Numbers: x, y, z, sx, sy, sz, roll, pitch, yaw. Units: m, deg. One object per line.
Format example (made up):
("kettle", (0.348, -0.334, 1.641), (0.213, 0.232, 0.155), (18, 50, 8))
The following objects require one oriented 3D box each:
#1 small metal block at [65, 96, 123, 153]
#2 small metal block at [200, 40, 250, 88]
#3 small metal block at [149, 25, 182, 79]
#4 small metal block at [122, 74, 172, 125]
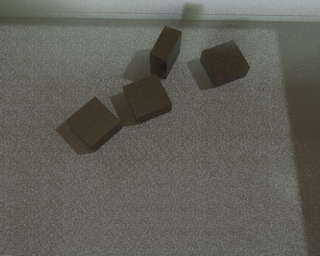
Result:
("small metal block", (-0.086, -0.005, 0.410), (0.050, 0.025, 0.050), (-43, 76, -14))
("small metal block", (0.092, -0.092, 0.444), (0.050, 0.025, 0.050), (-21, 72, -8))
("small metal block", (0.008, -0.105, 0.435), (0.025, 0.050, 0.050), (24, 72, 8))
("small metal block", (-0.017, -0.040, 0.424), (0.050, 0.025, 0.050), (-23, 72, -9))
